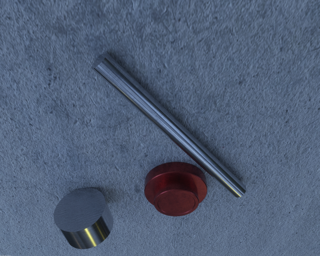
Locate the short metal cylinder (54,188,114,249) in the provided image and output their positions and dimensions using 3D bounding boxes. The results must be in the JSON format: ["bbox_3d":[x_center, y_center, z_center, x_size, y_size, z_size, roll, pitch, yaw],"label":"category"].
[{"bbox_3d":[-0.119,0.142,0.491,0.080,0.080,0.050,-7,130,5],"label":"short metal cylinder"}]

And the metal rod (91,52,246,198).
[{"bbox_3d":[0.029,0.012,0.417,0.025,0.025,0.300,-33,123,24],"label":"metal rod"}]

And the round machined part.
[{"bbox_3d":[0.025,0.101,0.483,0.099,0.042,0.097,0,130,0],"label":"round machined part"}]
